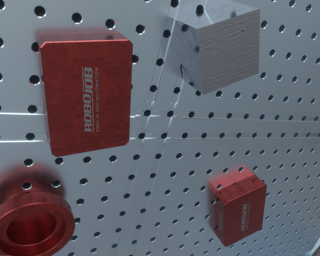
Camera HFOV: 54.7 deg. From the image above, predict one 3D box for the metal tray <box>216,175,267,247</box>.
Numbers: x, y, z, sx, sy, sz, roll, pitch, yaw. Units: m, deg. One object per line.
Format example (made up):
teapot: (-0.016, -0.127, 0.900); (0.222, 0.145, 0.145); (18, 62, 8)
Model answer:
metal tray: (0.154, 0.160, 0.591); (0.091, 0.030, 0.129); (-20, 126, -17)

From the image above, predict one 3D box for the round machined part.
round machined part: (-0.160, 0.118, 0.386); (0.099, 0.042, 0.097); (-14, 124, -21)

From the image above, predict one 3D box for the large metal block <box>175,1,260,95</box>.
large metal block: (0.071, -0.097, 0.373); (0.081, 0.050, 0.080); (-23, 127, -15)

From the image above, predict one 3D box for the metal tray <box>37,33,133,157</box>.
metal tray: (-0.080, -0.036, 0.342); (0.091, 0.030, 0.129); (-9, 123, -24)
